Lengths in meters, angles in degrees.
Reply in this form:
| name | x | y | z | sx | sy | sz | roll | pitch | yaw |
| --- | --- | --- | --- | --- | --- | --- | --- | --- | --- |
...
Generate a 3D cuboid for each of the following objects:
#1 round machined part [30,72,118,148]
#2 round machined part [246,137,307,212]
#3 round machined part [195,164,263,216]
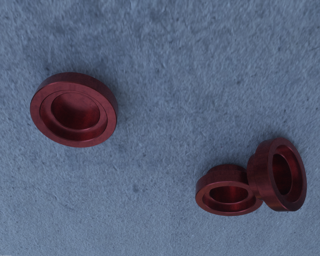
| name | x | y | z | sx | sy | sz | roll | pitch | yaw |
| --- | --- | --- | --- | --- | --- | --- | --- | --- | --- |
| round machined part | -0.099 | -0.025 | 0.373 | 0.099 | 0.042 | 0.097 | -1 | 130 | 0 |
| round machined part | 0.156 | 0.064 | 0.423 | 0.098 | 0.098 | 0.042 | 37 | 146 | -27 |
| round machined part | 0.103 | 0.091 | 0.469 | 0.099 | 0.042 | 0.097 | 4 | 137 | 4 |
